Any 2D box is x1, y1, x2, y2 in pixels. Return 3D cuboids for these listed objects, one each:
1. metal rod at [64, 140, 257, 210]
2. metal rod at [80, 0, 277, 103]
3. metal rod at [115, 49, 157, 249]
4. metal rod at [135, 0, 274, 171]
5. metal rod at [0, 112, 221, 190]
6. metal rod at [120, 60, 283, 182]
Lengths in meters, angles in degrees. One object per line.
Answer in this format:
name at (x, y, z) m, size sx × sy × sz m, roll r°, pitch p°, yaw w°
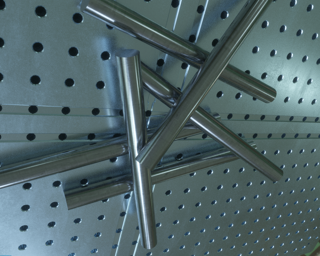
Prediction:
metal rod at (0.015, 0.063, 0.457) m, size 0.302 × 0.025 × 0.025 m, roll -13°, pitch 124°, yaw -21°
metal rod at (0.048, -0.086, 0.382) m, size 0.302 × 0.025 × 0.025 m, roll 17°, pitch 109°, yaw -35°
metal rod at (-0.025, 0.049, 0.393) m, size 0.025 × 0.025 × 0.298 m, roll -17°, pitch 125°, yaw -19°
metal rod at (0.068, -0.079, 0.364) m, size 0.025 × 0.025 × 0.300 m, roll 38°, pitch 86°, yaw -39°
metal rod at (-0.055, 0.024, 0.395) m, size 0.302 × 0.025 × 0.025 m, roll -14°, pitch 125°, yaw -20°
metal rod at (0.073, 0.000, 0.417) m, size 0.301 × 0.025 × 0.025 m, roll 34°, pitch 100°, yaw -28°
